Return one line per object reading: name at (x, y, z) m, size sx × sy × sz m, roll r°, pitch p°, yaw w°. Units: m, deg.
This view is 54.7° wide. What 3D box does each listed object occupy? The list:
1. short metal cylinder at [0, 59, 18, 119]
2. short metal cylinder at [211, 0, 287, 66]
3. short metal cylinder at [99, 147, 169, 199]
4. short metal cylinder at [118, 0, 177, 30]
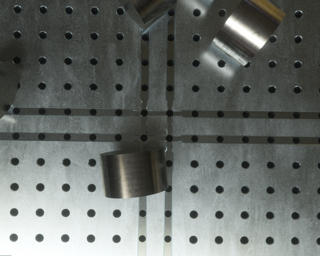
short metal cylinder at (-0.222, -0.052, 0.384) m, size 0.050 × 0.080 × 0.080 m, roll 18°, pitch 90°, yaw 0°
short metal cylinder at (0.109, -0.125, 0.386) m, size 0.050 × 0.080 × 0.080 m, roll 37°, pitch 90°, yaw 0°
short metal cylinder at (-0.032, 0.053, 0.386) m, size 0.080 × 0.080 × 0.050 m, roll -6°, pitch 90°, yaw 0°
short metal cylinder at (-0.024, -0.171, 0.385) m, size 0.050 × 0.080 × 0.080 m, roll -39°, pitch 90°, yaw 0°
